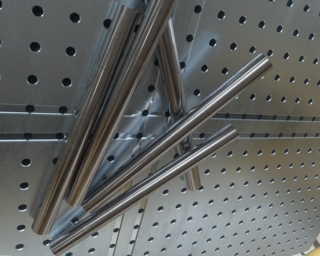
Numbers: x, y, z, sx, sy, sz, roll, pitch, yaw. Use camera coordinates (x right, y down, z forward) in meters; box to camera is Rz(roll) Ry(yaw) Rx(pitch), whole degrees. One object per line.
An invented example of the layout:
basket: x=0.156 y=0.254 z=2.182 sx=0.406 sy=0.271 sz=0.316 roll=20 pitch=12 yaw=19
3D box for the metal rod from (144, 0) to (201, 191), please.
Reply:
metal rod: x=0.024 y=-0.024 z=0.410 sx=0.025 sy=0.025 sz=0.298 roll=-25 pitch=128 yaw=-14

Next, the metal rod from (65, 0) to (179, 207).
metal rod: x=-0.049 y=-0.026 z=0.351 sx=0.025 sy=0.025 sz=0.298 roll=12 pitch=118 yaw=-34

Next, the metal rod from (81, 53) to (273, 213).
metal rod: x=0.014 y=0.012 z=0.399 sx=0.300 sy=0.025 sz=0.025 roll=-39 pitch=130 yaw=10

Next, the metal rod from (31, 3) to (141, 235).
metal rod: x=-0.094 y=0.004 z=0.363 sx=0.025 sy=0.025 sz=0.298 roll=14 pitch=111 yaw=-34

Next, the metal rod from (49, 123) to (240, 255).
metal rod: x=-0.023 y=0.086 z=0.432 sx=0.301 sy=0.025 sz=0.025 roll=-34 pitch=130 yaw=2
